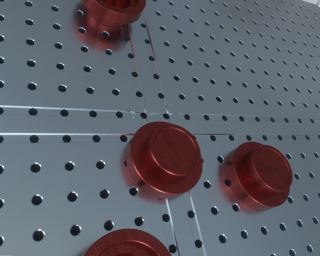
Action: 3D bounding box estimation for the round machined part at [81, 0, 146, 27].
[{"bbox_3d":[-0.075,-0.195,0.476,0.099,0.042,0.098,13,56,-21],"label":"round machined part"}]

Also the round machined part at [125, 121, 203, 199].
[{"bbox_3d":[0.011,0.034,0.382,0.099,0.042,0.098,13,56,-21],"label":"round machined part"}]

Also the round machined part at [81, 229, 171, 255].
[{"bbox_3d":[-0.034,0.148,0.288,0.099,0.042,0.098,13,56,-21],"label":"round machined part"}]

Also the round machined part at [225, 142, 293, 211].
[{"bbox_3d":[0.145,0.063,0.436,0.099,0.042,0.098,13,56,-21],"label":"round machined part"}]
